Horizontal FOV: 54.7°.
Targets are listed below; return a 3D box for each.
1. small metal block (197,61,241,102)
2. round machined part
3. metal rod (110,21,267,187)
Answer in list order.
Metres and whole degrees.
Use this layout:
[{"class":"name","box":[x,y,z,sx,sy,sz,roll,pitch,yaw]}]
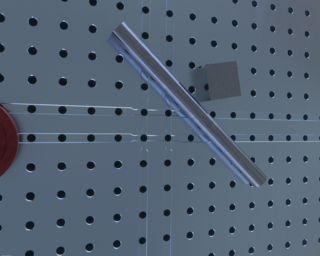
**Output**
[{"class":"small metal block","box":[0.085,-0.067,0.444,0.050,0.025,0.050,-11,94,-20]},{"class":"round machined part","box":[-0.203,0.014,0.329,0.099,0.042,0.097,0,90,-20]},{"class":"metal rod","box":[0.048,-0.023,0.430,0.300,0.025,0.025,45,76,-15]}]
